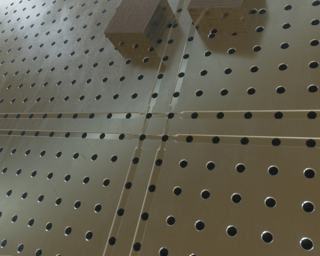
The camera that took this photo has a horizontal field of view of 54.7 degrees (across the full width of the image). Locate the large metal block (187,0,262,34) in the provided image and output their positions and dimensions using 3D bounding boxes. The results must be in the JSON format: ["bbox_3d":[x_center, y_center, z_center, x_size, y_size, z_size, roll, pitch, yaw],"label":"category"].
[{"bbox_3d":[0.098,-0.187,0.455,0.080,0.050,0.080,13,68,33],"label":"large metal block"}]

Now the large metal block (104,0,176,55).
[{"bbox_3d":[-0.032,-0.170,0.512,0.080,0.050,0.080,11,67,32],"label":"large metal block"}]
